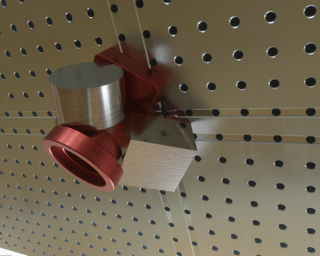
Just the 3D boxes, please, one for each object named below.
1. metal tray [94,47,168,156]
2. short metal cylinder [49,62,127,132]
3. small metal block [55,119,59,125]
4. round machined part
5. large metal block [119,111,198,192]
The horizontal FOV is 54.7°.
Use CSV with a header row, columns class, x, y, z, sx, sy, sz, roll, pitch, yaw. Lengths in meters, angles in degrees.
class,x,y,z,sx,sy,sz,roll,pitch,yaw
metal tray,-0.054,-0.030,0.417,0.090,0.030,0.129,30,128,8
short metal cylinder,-0.080,-0.038,0.353,0.080,0.080,0.050,13,124,21
small metal block,-0.110,0.002,0.412,0.025,0.050,0.050,18,125,18
round machined part,-0.084,0.029,0.365,0.098,0.042,0.098,24,150,15
large metal block,-0.009,0.032,0.395,0.081,0.050,0.079,11,129,-16
